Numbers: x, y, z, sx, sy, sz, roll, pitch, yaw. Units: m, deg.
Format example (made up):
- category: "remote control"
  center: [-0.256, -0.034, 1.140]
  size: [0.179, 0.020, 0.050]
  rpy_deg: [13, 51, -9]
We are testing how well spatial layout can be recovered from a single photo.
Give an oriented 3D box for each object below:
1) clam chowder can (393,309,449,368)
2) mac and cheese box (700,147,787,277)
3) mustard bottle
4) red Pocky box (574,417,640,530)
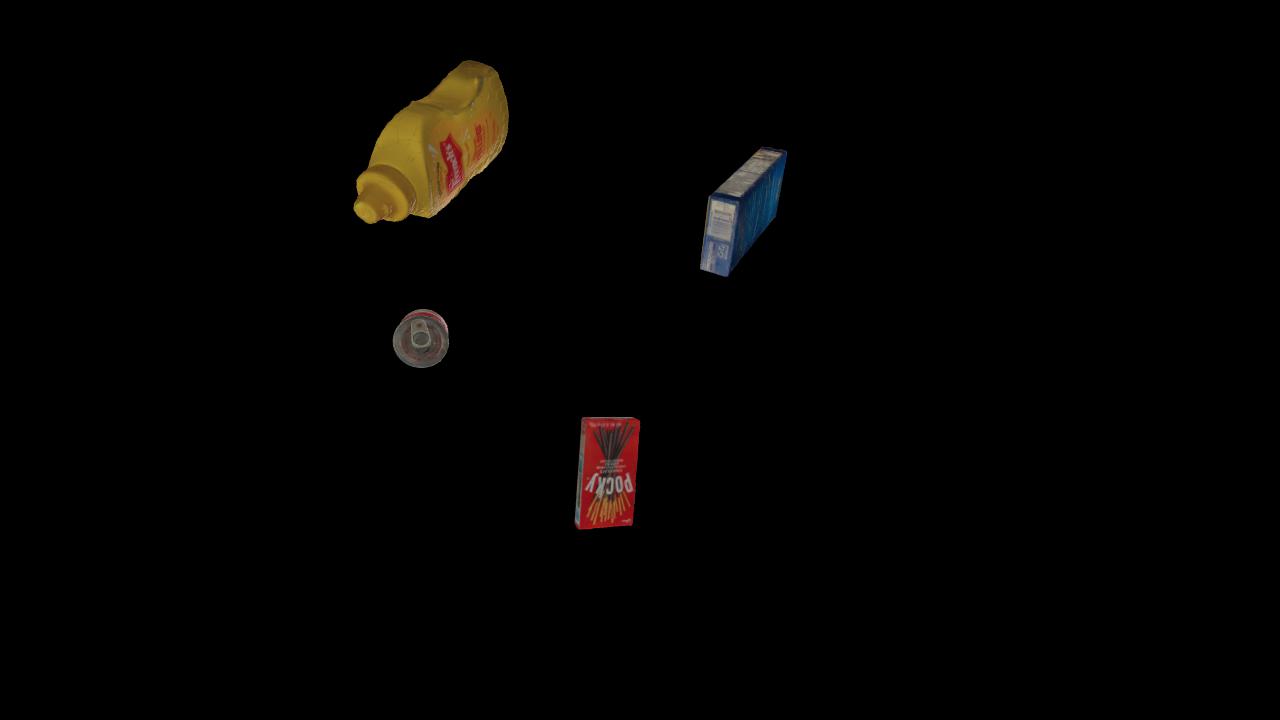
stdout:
- category: "clam chowder can"
  center: [-0.291, -0.031, 0.821]
  size: [0.068, 0.068, 0.102]
  rpy_deg: [0, 10, -18]
- category: "mac and cheese box"
  center: [0.127, -0.183, 0.741]
  size: [0.041, 0.093, 0.184]
  rpy_deg: [18, 40, 20]
- category: "mustard bottle"
  center: [-0.171, -0.166, 0.500]
  size: [0.054, 0.184, 0.092]
  rpy_deg: [24, -42, 1]
- category: "red Pocky box"
  center: [-0.045, 0.157, 0.859]
  size: [0.083, 0.155, 0.028]
  rpy_deg: [1, 6, -26]
